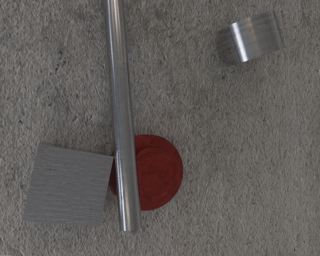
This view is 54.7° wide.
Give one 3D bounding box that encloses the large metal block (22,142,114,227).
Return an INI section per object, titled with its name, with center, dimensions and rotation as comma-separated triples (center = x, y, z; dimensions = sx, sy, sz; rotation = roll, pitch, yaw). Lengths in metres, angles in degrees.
[large metal block]
center = -0.105, 0.063, 0.357
dimensions = 0.081, 0.050, 0.080
rotation = 12, 86, -20

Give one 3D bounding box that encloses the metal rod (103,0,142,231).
[metal rod]
center = -0.046, -0.036, 0.364
dimensions = 0.025, 0.025, 0.298
rotation = -2, 81, -20

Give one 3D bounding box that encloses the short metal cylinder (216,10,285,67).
[short metal cylinder]
center = 0.124, -0.121, 0.426
dimensions = 0.081, 0.080, 0.050
rotation = -21, 98, -19

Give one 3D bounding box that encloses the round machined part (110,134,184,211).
[round machined part]
center = -0.015, 0.057, 0.395
dimensions = 0.099, 0.042, 0.097
rotation = 0, 90, -20
